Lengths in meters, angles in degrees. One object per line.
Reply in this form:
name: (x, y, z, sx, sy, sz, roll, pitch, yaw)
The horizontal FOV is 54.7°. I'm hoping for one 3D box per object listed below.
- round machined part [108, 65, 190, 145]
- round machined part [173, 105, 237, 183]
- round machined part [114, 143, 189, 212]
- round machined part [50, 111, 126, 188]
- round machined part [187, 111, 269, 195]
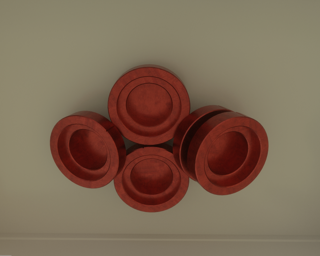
round machined part: (-0.013, -0.031, 0.388, 0.099, 0.042, 0.097, 0, 110, 0)
round machined part: (0.061, 0.017, 0.396, 0.099, 0.042, 0.097, -8, 111, -21)
round machined part: (-0.011, 0.062, 0.422, 0.099, 0.042, 0.097, 0, 110, 0)
round machined part: (-0.087, 0.024, 0.398, 0.098, 0.042, 0.097, 7, 111, 19)
round machined part: (0.076, 0.027, 0.370, 0.099, 0.042, 0.097, -8, 112, -21)
